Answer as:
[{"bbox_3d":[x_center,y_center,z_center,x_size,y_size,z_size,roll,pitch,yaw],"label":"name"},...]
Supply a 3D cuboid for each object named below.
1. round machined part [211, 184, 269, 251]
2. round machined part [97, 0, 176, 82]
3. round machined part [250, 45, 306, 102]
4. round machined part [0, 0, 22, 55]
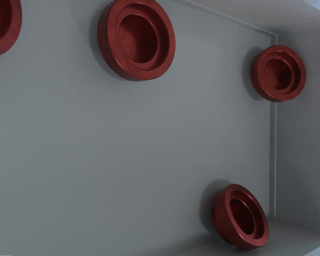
[{"bbox_3d":[0.118,0.139,0.475,0.098,0.042,0.098,28,40,-27],"label":"round machined part"},{"bbox_3d":[-0.031,-0.104,0.369,0.099,0.042,0.097,0,90,-40],"label":"round machined part"},{"bbox_3d":[0.203,-0.093,0.550,0.099,0.042,0.097,2,83,-15],"label":"round machined part"},{"bbox_3d":[-0.163,-0.101,0.243,0.098,0.042,0.097,-3,90,-65],"label":"round machined part"}]
